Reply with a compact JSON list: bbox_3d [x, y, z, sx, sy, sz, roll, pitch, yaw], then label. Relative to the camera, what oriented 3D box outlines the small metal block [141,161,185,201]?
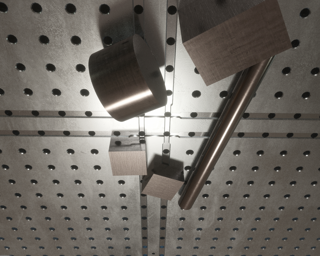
[{"bbox_3d":[0.004,0.084,0.483,0.050,0.025,0.050,18,128,-15],"label":"small metal block"}]

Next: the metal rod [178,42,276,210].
[{"bbox_3d":[0.081,0.017,0.427,0.025,0.025,0.298,11,129,-10],"label":"metal rod"}]

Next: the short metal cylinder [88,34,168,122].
[{"bbox_3d":[-0.032,-0.052,0.331,0.050,0.080,0.080,-20,128,16],"label":"short metal cylinder"}]

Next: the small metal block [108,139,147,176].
[{"bbox_3d":[-0.045,0.043,0.447,0.050,0.025,0.050,-1,130,0],"label":"small metal block"}]

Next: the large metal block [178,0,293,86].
[{"bbox_3d":[0.066,-0.096,0.295,0.080,0.080,0.050,-24,126,18],"label":"large metal block"}]
